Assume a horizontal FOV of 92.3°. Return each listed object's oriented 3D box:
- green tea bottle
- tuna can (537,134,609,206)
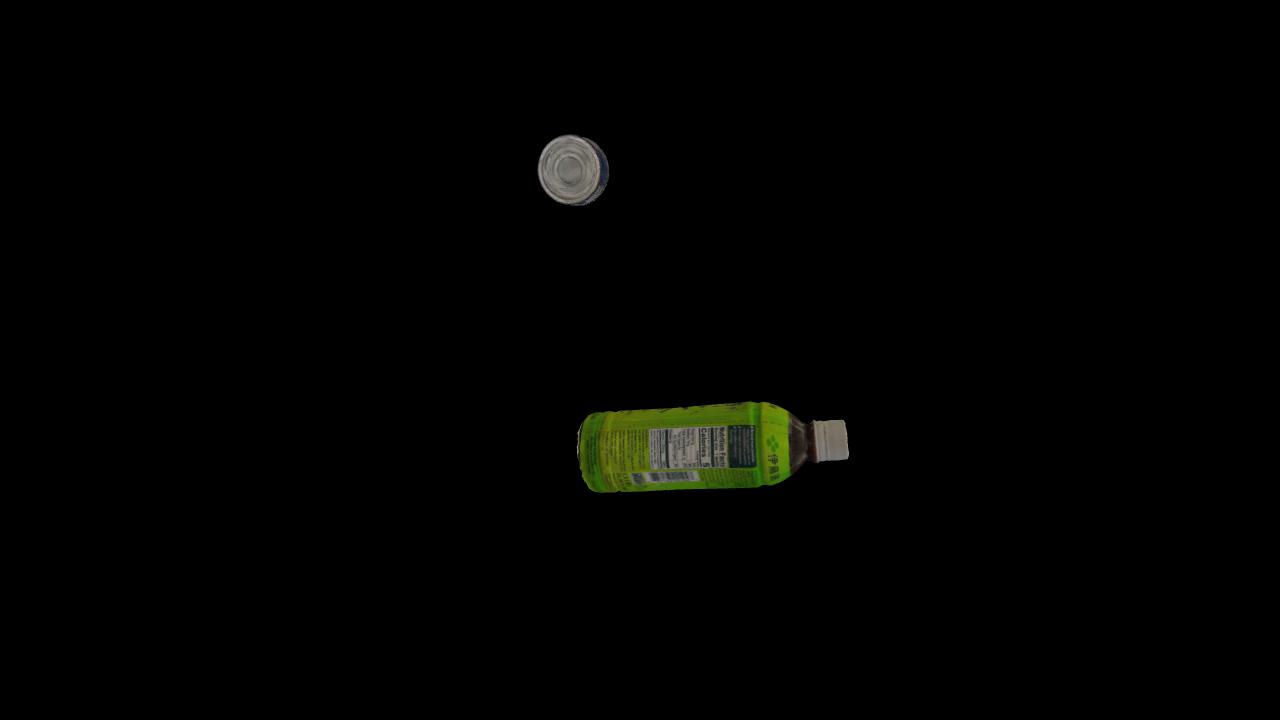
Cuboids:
[{"bbox_3d":[0.058,0.071,0.499,0.212,0.073,0.073,-4,-1,17],"label":"green tea bottle"},{"bbox_3d":[-0.083,-0.234,0.760,0.084,0.084,0.034,0,14,13],"label":"tuna can"}]
